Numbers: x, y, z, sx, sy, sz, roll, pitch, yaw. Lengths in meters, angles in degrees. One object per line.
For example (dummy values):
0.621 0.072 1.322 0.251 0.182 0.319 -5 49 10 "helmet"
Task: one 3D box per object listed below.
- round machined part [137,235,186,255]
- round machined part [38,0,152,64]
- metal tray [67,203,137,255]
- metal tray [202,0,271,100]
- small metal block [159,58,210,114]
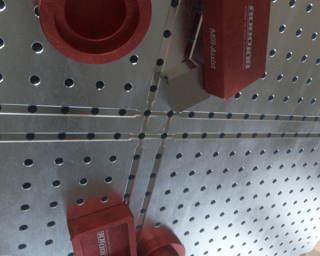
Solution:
0.003 0.241 0.551 0.099 0.042 0.097 -14 124 -21 "round machined part"
-0.061 -0.112 0.288 0.099 0.042 0.097 -14 138 -12 "round machined part"
-0.084 0.184 0.475 0.091 0.030 0.129 -14 124 -21 "metal tray"
0.093 -0.110 0.374 0.091 0.030 0.129 -32 131 -31 "metal tray"
0.032 -0.054 0.395 0.050 0.025 0.050 -27 128 -12 "small metal block"
